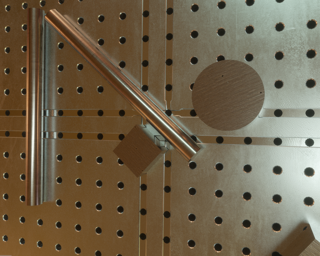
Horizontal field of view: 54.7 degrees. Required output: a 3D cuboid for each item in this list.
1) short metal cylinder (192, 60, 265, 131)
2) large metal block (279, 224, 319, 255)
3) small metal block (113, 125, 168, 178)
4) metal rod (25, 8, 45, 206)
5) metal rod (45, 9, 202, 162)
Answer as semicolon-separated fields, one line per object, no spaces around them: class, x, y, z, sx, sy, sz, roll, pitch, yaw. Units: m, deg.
short metal cylinder;0.083;-0.037;0.370;0.080;0.050;0.079;0;90;19
large metal block;0.174;0.169;0.338;0.080;0.050;0.080;40;102;15
small metal block;-0.027;0.030;0.421;0.050;0.025;0.050;45;104;14
metal rod;-0.193;-0.032;0.478;0.025;0.025;0.298;1;90;19
metal rod;-0.059;-0.067;0.432;0.300;0.025;0.025;44;104;14
